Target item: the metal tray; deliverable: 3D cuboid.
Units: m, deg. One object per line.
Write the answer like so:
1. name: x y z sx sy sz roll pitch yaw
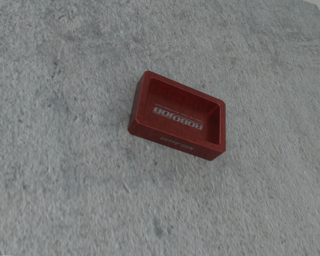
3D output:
1. metal tray: 0.028 -0.016 0.427 0.131 0.030 0.090 20 54 -17
